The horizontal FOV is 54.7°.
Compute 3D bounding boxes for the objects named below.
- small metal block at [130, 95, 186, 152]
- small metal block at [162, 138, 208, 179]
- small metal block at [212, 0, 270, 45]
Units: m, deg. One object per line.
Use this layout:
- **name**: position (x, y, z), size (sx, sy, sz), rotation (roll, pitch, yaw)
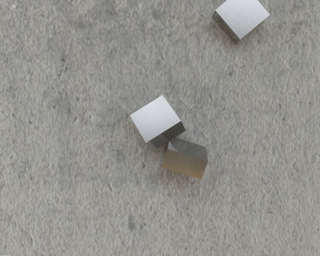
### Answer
- **small metal block**: position (-0.003, -0.007, 0.398), size (0.050, 0.025, 0.050), rotation (-32, 55, -1)
- **small metal block**: position (0.032, 0.036, 0.395), size (0.050, 0.050, 0.025), rotation (18, 108, -1)
- **small metal block**: position (0.106, -0.149, 0.411), size (0.050, 0.025, 0.050), rotation (-40, 91, 0)
